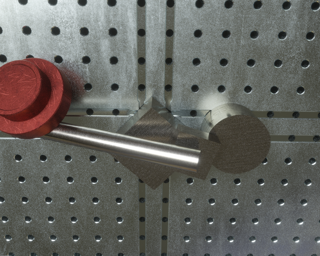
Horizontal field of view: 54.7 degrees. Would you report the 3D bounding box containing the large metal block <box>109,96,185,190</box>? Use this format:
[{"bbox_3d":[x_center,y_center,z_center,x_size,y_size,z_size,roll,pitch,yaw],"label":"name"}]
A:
[{"bbox_3d":[-0.009,0.019,0.405,0.080,0.050,0.080,42,104,-14],"label":"large metal block"}]

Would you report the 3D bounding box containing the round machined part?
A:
[{"bbox_3d":[-0.158,-0.039,0.359,0.098,0.042,0.098,-3,71,10],"label":"round machined part"}]

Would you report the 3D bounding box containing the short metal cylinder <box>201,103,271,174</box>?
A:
[{"bbox_3d":[0.096,0.013,0.406,0.081,0.050,0.079,0,110,-1],"label":"short metal cylinder"}]

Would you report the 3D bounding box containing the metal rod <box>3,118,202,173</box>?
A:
[{"bbox_3d":[-0.102,0.008,0.369,0.301,0.025,0.025,11,111,13],"label":"metal rod"}]

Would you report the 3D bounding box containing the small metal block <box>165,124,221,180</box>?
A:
[{"bbox_3d":[0.038,0.029,0.369,0.050,0.025,0.050,17,109,-7],"label":"small metal block"}]
